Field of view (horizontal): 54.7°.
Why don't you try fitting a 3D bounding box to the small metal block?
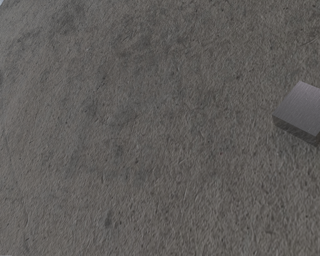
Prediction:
[{"bbox_3d":[0.158,-0.016,0.331,0.050,0.025,0.050,-49,52,-7],"label":"small metal block"}]
